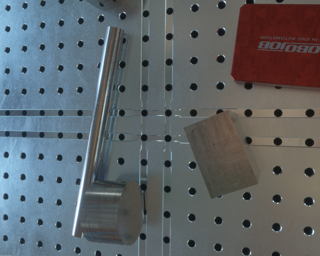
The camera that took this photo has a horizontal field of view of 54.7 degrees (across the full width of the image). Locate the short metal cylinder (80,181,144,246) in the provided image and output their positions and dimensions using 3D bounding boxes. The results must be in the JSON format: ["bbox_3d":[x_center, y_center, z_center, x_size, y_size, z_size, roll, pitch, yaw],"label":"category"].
[{"bbox_3d":[-0.059,0.109,0.403,0.050,0.080,0.079,-3,89,20],"label":"short metal cylinder"}]

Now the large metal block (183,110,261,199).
[{"bbox_3d":[0.075,0.027,0.357,0.050,0.080,0.080,-23,83,18],"label":"large metal block"}]

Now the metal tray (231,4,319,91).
[{"bbox_3d":[0.154,-0.092,0.356,0.130,0.030,0.089,8,93,19],"label":"metal tray"}]

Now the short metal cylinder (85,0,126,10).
[{"bbox_3d":[-0.083,-0.211,0.427,0.080,0.050,0.079,0,90,19],"label":"short metal cylinder"}]

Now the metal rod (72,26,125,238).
[{"bbox_3d":[-0.089,0.008,0.442,0.025,0.025,0.298,12,94,19],"label":"metal rod"}]
